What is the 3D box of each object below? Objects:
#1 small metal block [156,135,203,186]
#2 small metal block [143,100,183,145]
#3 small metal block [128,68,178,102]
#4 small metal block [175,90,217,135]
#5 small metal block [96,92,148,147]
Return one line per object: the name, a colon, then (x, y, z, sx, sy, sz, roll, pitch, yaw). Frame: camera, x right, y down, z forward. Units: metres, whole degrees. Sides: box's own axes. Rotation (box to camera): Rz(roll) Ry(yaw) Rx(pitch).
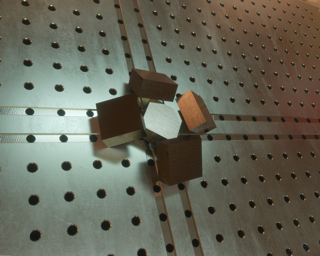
small metal block: (0.025, 0.039, 0.383, 0.050, 0.025, 0.050, -10, 102, -33)
small metal block: (-0.001, -0.005, 0.412, 0.050, 0.025, 0.050, 28, 52, -11)
small metal block: (-0.010, -0.059, 0.424, 0.050, 0.025, 0.050, 6, 23, -25)
small metal block: (0.051, -0.020, 0.435, 0.050, 0.025, 0.050, 19, 44, -62)
small metal block: (-0.046, -0.010, 0.375, 0.050, 0.025, 0.050, -16, 65, 2)
